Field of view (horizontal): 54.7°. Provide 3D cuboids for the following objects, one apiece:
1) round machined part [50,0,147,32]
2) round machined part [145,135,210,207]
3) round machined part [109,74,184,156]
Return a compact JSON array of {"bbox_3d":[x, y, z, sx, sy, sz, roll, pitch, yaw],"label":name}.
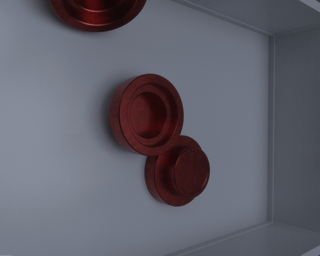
[{"bbox_3d":[-0.064,-0.149,0.316,0.099,0.098,0.042,5,57,-40],"label":"round machined part"},{"bbox_3d":[0.031,0.059,0.424,0.099,0.042,0.097,0,90,-40],"label":"round machined part"},{"bbox_3d":[-0.020,-0.015,0.380,0.099,0.042,0.097,0,90,-40],"label":"round machined part"}]
